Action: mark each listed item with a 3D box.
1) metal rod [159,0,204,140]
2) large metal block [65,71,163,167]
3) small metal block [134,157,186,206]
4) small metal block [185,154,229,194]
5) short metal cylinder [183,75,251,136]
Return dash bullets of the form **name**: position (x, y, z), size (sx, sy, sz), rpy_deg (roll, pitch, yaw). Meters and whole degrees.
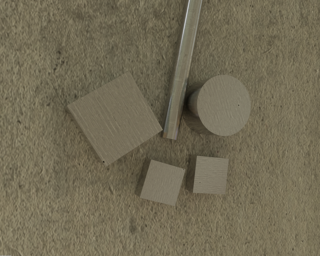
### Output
- **metal rod**: position (0.039, -0.132, 0.424), size (0.025, 0.025, 0.298), rpy_deg (12, 86, -20)
- **large metal block**: position (-0.057, -0.011, 0.375), size (0.080, 0.050, 0.080), rpy_deg (-33, 101, -17)
- **small metal block**: position (0.000, 0.071, 0.410), size (0.050, 0.025, 0.050), rpy_deg (19, 84, -20)
- **small metal block**: position (0.066, 0.065, 0.435), size (0.050, 0.025, 0.050), rpy_deg (7, 88, -20)
- **short metal cylinder**: position (0.076, -0.030, 0.425), size (0.081, 0.050, 0.079), rpy_deg (0, 90, -21)
